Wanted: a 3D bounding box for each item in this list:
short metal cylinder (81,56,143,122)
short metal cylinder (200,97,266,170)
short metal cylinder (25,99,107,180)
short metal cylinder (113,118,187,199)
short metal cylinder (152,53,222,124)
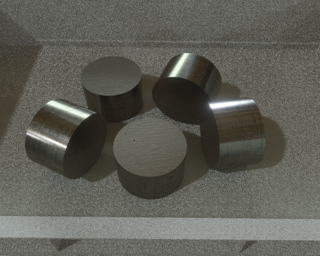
[{"bbox_3d":[-0.065,-0.055,0.432,0.081,0.050,0.080,0,50,0],"label":"short metal cylinder"},{"bbox_3d":[0.082,0.006,0.363,0.050,0.080,0.080,-7,51,-6],"label":"short metal cylinder"},{"bbox_3d":[-0.104,0.012,0.355,0.050,0.080,0.080,21,53,17],"label":"short metal cylinder"},{"bbox_3d":[-0.011,0.034,0.357,0.081,0.050,0.080,0,50,0],"label":"short metal cylinder"},{"bbox_3d":[0.036,-0.052,0.413,0.080,0.080,0.050,17,52,13],"label":"short metal cylinder"}]
